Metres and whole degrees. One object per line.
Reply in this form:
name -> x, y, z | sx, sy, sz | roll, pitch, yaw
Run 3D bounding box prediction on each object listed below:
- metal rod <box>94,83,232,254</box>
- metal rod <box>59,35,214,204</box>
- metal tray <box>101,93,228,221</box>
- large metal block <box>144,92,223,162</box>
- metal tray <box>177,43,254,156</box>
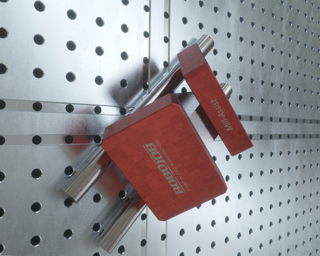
metal rod -> 0.020, 0.037, 0.428 | 0.301, 0.025, 0.025 | -49, 120, -29
metal rod -> -0.013, -0.029, 0.400 | 0.301, 0.025, 0.025 | -50, 120, -28
metal tray -> 0.008, 0.037, 0.347 | 0.090, 0.030, 0.130 | -28, 115, 9
large metal block -> 0.027, -0.002, 0.397 | 0.080, 0.080, 0.050 | -50, 120, -29
metal tray -> 0.070, -0.037, 0.399 | 0.130, 0.030, 0.090 | 54, 15, -26
